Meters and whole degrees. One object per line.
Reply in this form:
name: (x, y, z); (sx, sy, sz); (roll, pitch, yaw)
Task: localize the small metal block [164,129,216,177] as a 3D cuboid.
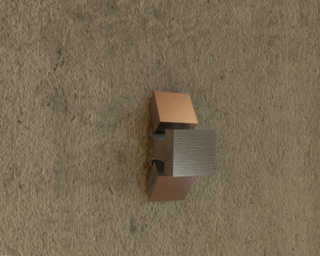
small metal block: (0.033, 0.027, 0.344); (0.050, 0.025, 0.050); (1, 90, -21)

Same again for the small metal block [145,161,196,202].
small metal block: (0.013, 0.069, 0.403); (0.050, 0.025, 0.050); (2, 130, -20)

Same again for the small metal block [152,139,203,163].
small metal block: (0.023, 0.027, 0.379); (0.050, 0.050, 0.025); (3, 89, -20)

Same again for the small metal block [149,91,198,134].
small metal block: (0.016, -0.020, 0.405); (0.050, 0.025, 0.050); (3, 53, -20)

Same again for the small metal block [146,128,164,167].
small metal block: (0.010, 0.026, 0.416); (0.050, 0.025, 0.050); (3, 89, -21)
